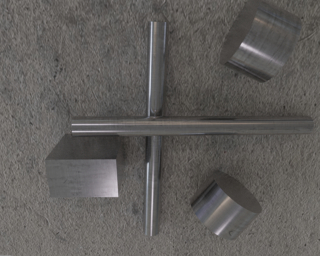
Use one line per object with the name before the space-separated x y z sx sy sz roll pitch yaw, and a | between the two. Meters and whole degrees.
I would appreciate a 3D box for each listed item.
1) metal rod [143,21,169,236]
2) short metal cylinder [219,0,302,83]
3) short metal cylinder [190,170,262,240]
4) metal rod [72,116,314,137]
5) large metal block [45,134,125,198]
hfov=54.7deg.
metal rod | -0.007 0.015 0.415 0.025 0.025 0.298 2 110 -1
short metal cylinder | 0.109 -0.097 0.346 0.050 0.080 0.080 23 108 -8
short metal cylinder | 0.088 0.103 0.419 0.080 0.080 0.050 32 107 -11
metal rod | 0.047 -0.003 0.388 0.302 0.025 0.025 0 110 -9
large metal block | -0.090 0.045 0.396 0.081 0.080 0.050 0 110 0
